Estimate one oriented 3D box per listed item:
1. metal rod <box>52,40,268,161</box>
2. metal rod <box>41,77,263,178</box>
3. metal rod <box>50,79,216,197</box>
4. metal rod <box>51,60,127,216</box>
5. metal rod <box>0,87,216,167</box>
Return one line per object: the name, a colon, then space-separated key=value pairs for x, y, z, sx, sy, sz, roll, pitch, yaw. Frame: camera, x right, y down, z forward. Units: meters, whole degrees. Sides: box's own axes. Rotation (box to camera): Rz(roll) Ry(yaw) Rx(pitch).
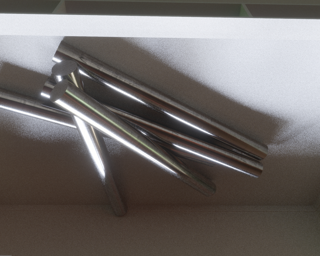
metal rod: x=0.016 y=-0.024 z=0.388 sx=0.302 sy=0.025 sz=0.025 roll=25 pitch=126 yaw=-20
metal rod: x=0.001 y=0.005 z=0.401 sx=0.302 sy=0.025 sz=0.025 roll=22 pitch=127 yaw=-14
metal rod: x=-0.008 y=0.031 z=0.391 sx=0.025 sy=0.025 sz=0.301 roll=-30 pitch=138 yaw=22
metal rod: x=-0.080 y=0.039 z=0.414 sx=0.025 sy=0.025 sz=0.298 roll=-4 pitch=139 yaw=3
metal rod: x=-0.062 y=0.002 z=0.410 sx=0.302 sy=0.025 sz=0.025 roll=16 pitch=128 yaw=-14
